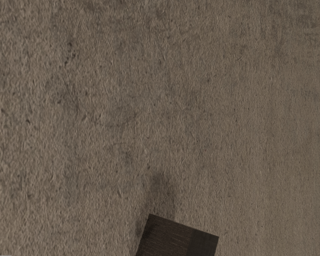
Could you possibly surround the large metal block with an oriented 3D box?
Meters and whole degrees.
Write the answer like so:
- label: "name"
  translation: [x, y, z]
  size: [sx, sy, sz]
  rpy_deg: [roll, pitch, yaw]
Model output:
- label: "large metal block"
  translation: [0.017, 0.160, 0.386]
  size: [0.050, 0.080, 0.080]
  rpy_deg: [30, 71, -37]
